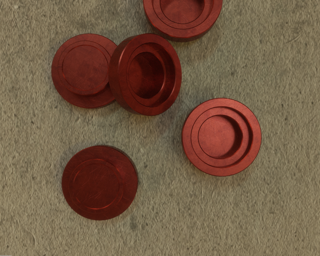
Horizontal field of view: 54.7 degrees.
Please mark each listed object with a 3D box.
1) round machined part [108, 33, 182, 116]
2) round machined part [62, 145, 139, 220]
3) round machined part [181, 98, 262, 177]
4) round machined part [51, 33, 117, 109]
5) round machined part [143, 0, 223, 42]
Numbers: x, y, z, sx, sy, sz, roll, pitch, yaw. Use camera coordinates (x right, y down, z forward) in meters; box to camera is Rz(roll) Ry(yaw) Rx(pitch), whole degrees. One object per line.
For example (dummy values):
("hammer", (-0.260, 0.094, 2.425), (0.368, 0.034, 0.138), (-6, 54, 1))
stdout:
("round machined part", (-0.022, -0.065, 0.385), (0.099, 0.042, 0.097), (-7, 100, -41))
("round machined part", (-0.078, 0.071, 0.401), (0.099, 0.042, 0.097), (0, 90, 0))
("round machined part", (0.076, 0.011, 0.402), (0.099, 0.042, 0.097), (0, 90, 0))
("round machined part", (-0.092, -0.074, 0.401), (0.099, 0.042, 0.097), (0, 90, 0))
("round machined part", (0.028, -0.159, 0.401), (0.099, 0.042, 0.097), (0, 90, 0))
